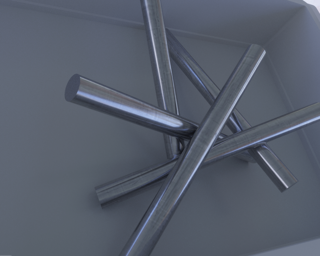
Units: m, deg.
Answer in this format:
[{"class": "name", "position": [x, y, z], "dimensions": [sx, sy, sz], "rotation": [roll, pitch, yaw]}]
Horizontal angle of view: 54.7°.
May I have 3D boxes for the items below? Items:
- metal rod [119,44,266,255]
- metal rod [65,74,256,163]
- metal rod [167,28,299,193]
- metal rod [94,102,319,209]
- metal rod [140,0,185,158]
[{"class": "metal rod", "position": [0.045, 0.018, 0.339], "dimensions": [0.025, 0.025, 0.300], "rotation": [36, 68, -5]}, {"class": "metal rod", "position": [0.033, 0.003, 0.362], "dimensions": [0.302, 0.025, 0.025], "rotation": [19, 52, -41]}, {"class": "metal rod", "position": [0.081, -0.040, 0.440], "dimensions": [0.025, 0.025, 0.299], "rotation": [-16, 59, -35]}, {"class": "metal rod", "position": [0.072, 0.026, 0.368], "dimensions": [0.302, 0.025, 0.025], "rotation": [-19, 71, -15]}, {"class": "metal rod", "position": [0.002, -0.078, 0.380], "dimensions": [0.025, 0.025, 0.298], "rotation": [-10, 91, -33]}]
